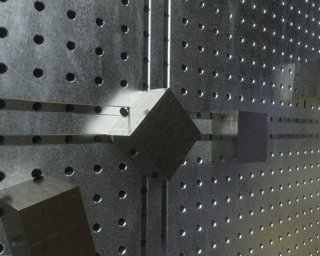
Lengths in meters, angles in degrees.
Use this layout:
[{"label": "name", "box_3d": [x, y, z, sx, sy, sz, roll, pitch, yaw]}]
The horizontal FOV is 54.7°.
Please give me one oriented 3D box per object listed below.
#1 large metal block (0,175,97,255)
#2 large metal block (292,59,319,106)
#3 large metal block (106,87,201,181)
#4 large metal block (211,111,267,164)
[{"label": "large metal block", "box_3d": [-0.106, 0.094, 0.286, 0.050, 0.080, 0.079, -19, 103, -39]}, {"label": "large metal block", "box_3d": [0.337, -0.097, 0.680, 0.081, 0.050, 0.080, 11, 83, -40]}, {"label": "large metal block", "box_3d": [-0.005, 0.007, 0.390, 0.080, 0.050, 0.080, 52, 59, -28]}, {"label": "large metal block", "box_3d": [0.130, 0.015, 0.505, 0.081, 0.050, 0.079, 2, 89, -40]}]
